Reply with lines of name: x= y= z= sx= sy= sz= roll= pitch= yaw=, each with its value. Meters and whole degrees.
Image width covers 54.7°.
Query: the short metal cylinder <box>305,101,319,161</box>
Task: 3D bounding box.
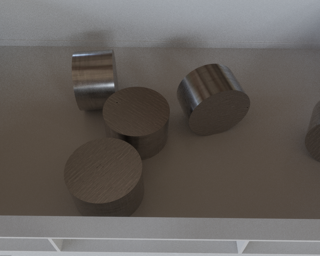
short metal cylinder: x=0.220 y=0.004 z=0.367 sx=0.080 sy=0.080 sz=0.050 roll=21 pitch=53 yaw=17

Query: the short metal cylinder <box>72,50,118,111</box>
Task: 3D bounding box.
short metal cylinder: x=-0.086 y=-0.065 z=0.423 sx=0.050 sy=0.080 sz=0.080 roll=-5 pitch=50 yaw=-4

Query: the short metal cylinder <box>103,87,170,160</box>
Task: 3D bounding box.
short metal cylinder: x=-0.029 y=-0.006 z=0.392 sx=0.081 sy=0.050 sz=0.080 roll=2 pitch=51 yaw=-2

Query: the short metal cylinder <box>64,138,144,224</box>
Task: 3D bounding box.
short metal cylinder: x=-0.059 y=0.057 z=0.340 sx=0.080 sy=0.050 sz=0.080 roll=0 pitch=50 yaw=0

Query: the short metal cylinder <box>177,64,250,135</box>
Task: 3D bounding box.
short metal cylinder: x=0.067 y=-0.035 z=0.399 sx=0.081 sy=0.080 sz=0.050 roll=-12 pitch=51 yaw=-10
